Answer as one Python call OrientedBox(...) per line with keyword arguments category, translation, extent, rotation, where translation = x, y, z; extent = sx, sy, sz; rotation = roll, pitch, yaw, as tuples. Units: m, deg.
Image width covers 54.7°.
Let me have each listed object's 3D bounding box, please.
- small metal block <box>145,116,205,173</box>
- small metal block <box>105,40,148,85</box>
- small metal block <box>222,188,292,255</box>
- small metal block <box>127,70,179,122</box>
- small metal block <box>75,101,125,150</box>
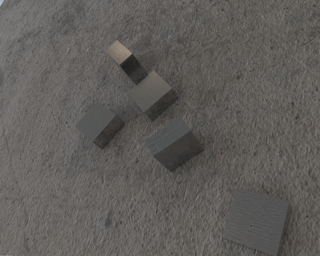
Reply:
OrientedBox(category="small metal block", translation=(0.018, 0.020, 0.366), extent=(0.050, 0.050, 0.025), rotation=(-35, 51, 5))
OrientedBox(category="small metal block", translation=(-0.051, -0.100, 0.477), extent=(0.025, 0.050, 0.050), rotation=(-42, 51, -1))
OrientedBox(category="small metal block", translation=(0.094, 0.091, 0.298), extent=(0.050, 0.025, 0.050), rotation=(10, 67, 32))
OrientedBox(category="small metal block", translation=(-0.010, -0.046, 0.437), extent=(0.050, 0.025, 0.050), rotation=(-41, 51, 0))
OrientedBox(category="small metal block", translation=(-0.088, -0.005, 0.453), extent=(0.050, 0.025, 0.050), rotation=(34, 81, 38))
